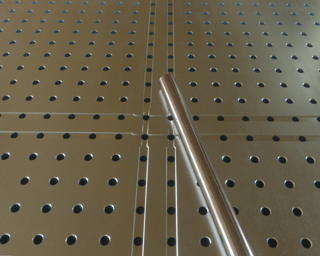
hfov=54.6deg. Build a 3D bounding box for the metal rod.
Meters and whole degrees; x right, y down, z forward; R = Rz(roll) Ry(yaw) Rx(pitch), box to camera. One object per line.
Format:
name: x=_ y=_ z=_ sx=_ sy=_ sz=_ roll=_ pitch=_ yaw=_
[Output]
metal rod: x=0.049 y=0.039 z=0.375 sx=0.025 sy=0.025 sz=0.300 roll=-12 pitch=51 yaw=-10
